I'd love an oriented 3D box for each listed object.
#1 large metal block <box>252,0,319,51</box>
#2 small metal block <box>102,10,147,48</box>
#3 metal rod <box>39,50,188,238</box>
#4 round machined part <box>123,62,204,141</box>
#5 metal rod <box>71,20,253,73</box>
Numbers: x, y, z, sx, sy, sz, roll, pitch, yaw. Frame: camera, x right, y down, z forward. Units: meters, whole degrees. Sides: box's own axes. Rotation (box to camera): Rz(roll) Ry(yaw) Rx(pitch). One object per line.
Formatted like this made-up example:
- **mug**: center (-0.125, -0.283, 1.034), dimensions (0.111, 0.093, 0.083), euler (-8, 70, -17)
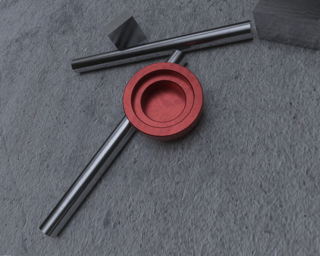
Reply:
- **large metal block**: center (0.176, -0.151, 0.388), dimensions (0.080, 0.050, 0.080), euler (26, 76, 36)
- **small metal block**: center (-0.058, -0.157, 0.513), dimensions (0.050, 0.050, 0.025), euler (-38, 51, 2)
- **metal rod**: center (-0.057, 0.014, 0.423), dimensions (0.025, 0.025, 0.300), euler (28, 77, 37)
- **round machined part**: center (0.006, -0.031, 0.394), dimensions (0.099, 0.042, 0.098), euler (-2, 73, 7)
- **metal rod**: center (-0.012, -0.122, 0.482), dimensions (0.301, 0.025, 0.025), euler (-5, 59, 25)
